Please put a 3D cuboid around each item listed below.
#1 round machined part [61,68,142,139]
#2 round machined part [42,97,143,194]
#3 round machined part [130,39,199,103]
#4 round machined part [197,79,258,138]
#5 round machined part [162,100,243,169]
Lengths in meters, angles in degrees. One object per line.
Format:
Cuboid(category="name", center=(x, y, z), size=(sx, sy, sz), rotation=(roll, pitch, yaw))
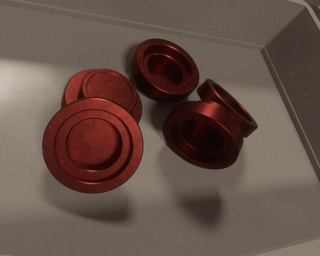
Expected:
Cuboid(category="round machined part", center=(-0.067, -0.034, 0.380), size=(0.099, 0.042, 0.098), rotation=(14, 56, -21))
Cuboid(category="round machined part", center=(-0.069, 0.016, 0.328), size=(0.099, 0.042, 0.097), rotation=(-2, 100, -11))
Cuboid(category="round machined part", center=(0.004, -0.077, 0.445), size=(0.099, 0.042, 0.098), rotation=(14, 56, -21))
Cuboid(category="round machined part", center=(0.088, -0.021, 0.439), size=(0.098, 0.042, 0.098), rotation=(37, 21, -16))
Cuboid(category="round machined part", center=(0.056, 0.004, 0.388), size=(0.098, 0.097, 0.042), rotation=(37, 53, -4))
